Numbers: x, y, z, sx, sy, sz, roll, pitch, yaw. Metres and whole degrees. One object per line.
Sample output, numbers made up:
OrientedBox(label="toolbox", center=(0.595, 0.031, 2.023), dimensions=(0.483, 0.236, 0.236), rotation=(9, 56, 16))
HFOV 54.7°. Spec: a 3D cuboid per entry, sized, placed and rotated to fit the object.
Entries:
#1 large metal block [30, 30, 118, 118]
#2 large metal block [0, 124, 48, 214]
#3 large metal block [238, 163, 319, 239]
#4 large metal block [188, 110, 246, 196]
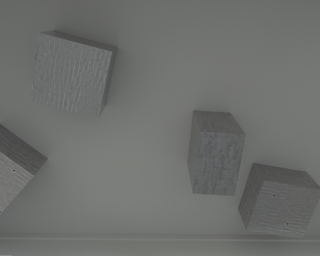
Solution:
OrientedBox(label="large metal block", center=(-0.101, -0.066, 0.373), dimensions=(0.080, 0.050, 0.079), rotation=(14, 110, -5))
OrientedBox(label="large metal block", center=(-0.216, 0.054, 0.416), dimensions=(0.080, 0.050, 0.080), rotation=(41, 105, -14))
OrientedBox(label="large metal block", center=(0.165, 0.102, 0.437), dimensions=(0.081, 0.050, 0.079), rotation=(10, 110, -4))
OrientedBox(label="large metal block", center=(0.067, 0.029, 0.393), dimensions=(0.050, 0.080, 0.079), rotation=(4, 110, -2))
